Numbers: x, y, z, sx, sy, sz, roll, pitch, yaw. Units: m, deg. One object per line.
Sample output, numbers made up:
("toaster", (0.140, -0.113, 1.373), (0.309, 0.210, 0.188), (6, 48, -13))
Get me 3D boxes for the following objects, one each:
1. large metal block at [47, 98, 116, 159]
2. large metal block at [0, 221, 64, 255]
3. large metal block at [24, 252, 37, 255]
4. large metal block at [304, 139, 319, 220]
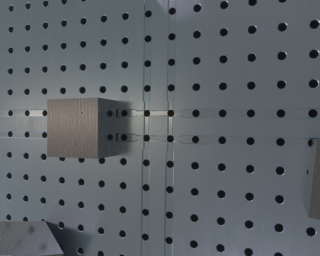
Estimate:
("large metal block", (-0.110, 0.000, 0.439), (0.080, 0.050, 0.080), (0, 90, 20))
("large metal block", (-0.197, 0.177, 0.439), (0.080, 0.080, 0.050), (31, 102, 46))
("large metal block", (-0.191, 0.250, 0.468), (0.080, 0.050, 0.080), (16, 95, 19))
("large metal block", (0.203, 0.057, 0.328), (0.080, 0.050, 0.080), (6, 92, 20))
